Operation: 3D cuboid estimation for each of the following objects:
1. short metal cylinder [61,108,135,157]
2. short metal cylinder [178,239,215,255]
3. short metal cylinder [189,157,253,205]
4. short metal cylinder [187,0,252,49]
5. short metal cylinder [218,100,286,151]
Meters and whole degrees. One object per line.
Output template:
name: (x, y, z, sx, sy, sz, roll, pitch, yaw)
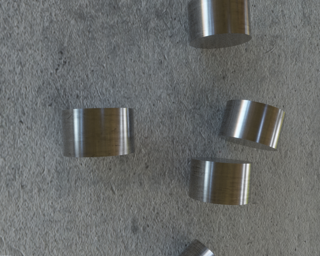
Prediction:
short metal cylinder: (-0.070, 0.004, 0.354, 0.081, 0.080, 0.050, -2, 91, -20)
short metal cylinder: (0.056, 0.193, 0.400, 0.050, 0.080, 0.080, -39, 103, -16)
short metal cylinder: (0.080, 0.067, 0.409, 0.081, 0.080, 0.050, 4, 89, -20)
short metal cylinder: (0.078, -0.139, 0.408, 0.081, 0.080, 0.050, -4, 92, -20)
short metal cylinder: (0.126, -0.003, 0.426, 0.081, 0.080, 0.050, 17, 84, -19)
